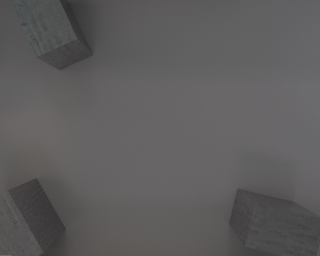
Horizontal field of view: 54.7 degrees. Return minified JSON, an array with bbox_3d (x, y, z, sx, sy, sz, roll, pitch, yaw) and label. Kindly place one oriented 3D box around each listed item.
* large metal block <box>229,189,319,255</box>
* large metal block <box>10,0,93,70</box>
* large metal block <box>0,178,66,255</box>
[{"bbox_3d":[0.140,0.117,0.385,0.080,0.080,0.050,13,90,0],"label":"large metal block"},{"bbox_3d":[-0.131,-0.125,0.383,0.050,0.080,0.080,-25,90,0],"label":"large metal block"},{"bbox_3d":[-0.170,0.116,0.383,0.050,0.080,0.080,-30,90,0],"label":"large metal block"}]
